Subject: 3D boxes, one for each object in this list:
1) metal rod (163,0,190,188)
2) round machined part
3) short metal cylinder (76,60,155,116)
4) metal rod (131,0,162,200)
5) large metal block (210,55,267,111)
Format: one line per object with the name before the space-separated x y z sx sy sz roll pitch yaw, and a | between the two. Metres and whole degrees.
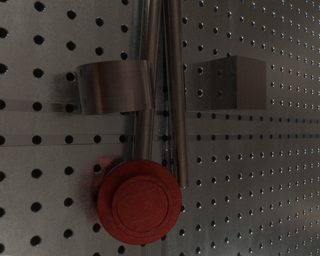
metal rod | 0.022 -0.068 0.429 0.025 0.025 0.298 -6 94 -40
round machined part | -0.022 0.085 0.355 0.099 0.042 0.097 0 88 -11
short metal cylinder | -0.047 -0.043 0.335 0.081 0.080 0.050 -10 97 -40
metal rod | -0.018 -0.048 0.395 0.025 0.025 0.298 6 86 -40
large metal block | 0.128 -0.069 0.503 0.081 0.050 0.079 -2 91 -40
